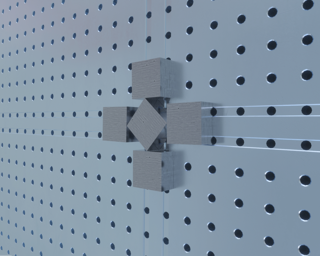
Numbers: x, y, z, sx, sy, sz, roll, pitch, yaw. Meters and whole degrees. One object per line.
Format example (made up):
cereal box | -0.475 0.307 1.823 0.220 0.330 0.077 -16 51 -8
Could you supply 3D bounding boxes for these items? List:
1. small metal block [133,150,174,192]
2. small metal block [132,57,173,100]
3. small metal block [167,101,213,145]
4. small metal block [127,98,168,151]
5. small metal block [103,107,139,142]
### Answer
small metal block | -0.009 0.055 0.415 0.050 0.025 0.050 1 90 39
small metal block | -0.011 -0.064 0.416 0.050 0.025 0.050 -1 90 39
small metal block | 0.036 -0.005 0.378 0.050 0.025 0.050 0 90 39
small metal block | -0.011 -0.005 0.416 0.050 0.025 0.050 50 119 28
small metal block | -0.058 -0.006 0.454 0.050 0.025 0.050 2 91 39
